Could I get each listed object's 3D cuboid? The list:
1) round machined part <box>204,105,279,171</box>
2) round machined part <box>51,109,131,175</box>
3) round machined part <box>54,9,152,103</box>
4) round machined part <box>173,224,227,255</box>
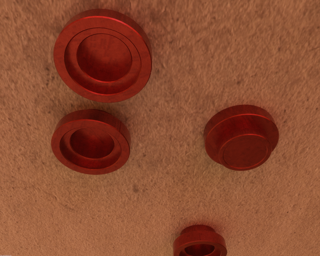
[{"bbox_3d":[0.110,0.020,0.415,0.099,0.042,0.097,-1,130,0],"label":"round machined part"},{"bbox_3d":[-0.087,0.014,0.407,0.099,0.042,0.097,-1,130,0],"label":"round machined part"},{"bbox_3d":[-0.057,-0.078,0.329,0.099,0.042,0.097,-1,130,0],"label":"round machined part"},{"bbox_3d":[0.074,0.219,0.584,0.099,0.042,0.097,-1,130,0],"label":"round machined part"}]
